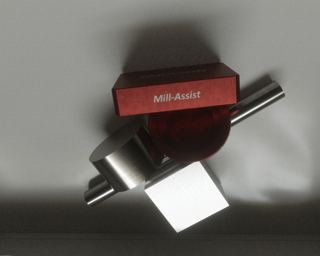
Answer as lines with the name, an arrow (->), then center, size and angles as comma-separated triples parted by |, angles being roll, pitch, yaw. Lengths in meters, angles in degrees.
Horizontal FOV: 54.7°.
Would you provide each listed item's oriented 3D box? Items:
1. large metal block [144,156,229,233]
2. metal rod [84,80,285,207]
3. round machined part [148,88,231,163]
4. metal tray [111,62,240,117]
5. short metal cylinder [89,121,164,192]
large metal block -> 0.035, 0.082, 0.426 | 0.080, 0.050, 0.080 | -31, 108, 10
metal rod -> 0.025, 0.026, 0.420 | 0.300, 0.025, 0.025 | -31, 108, 10
round machined part -> 0.038, -0.006, 0.384 | 0.098, 0.042, 0.097 | -1, 85, 14
metal tray -> 0.017, -0.047, 0.357 | 0.131, 0.090, 0.030 | -6, 110, 1
short metal cylinder -> -0.042, 0.035, 0.393 | 0.080, 0.080, 0.050 | -32, 107, 10
